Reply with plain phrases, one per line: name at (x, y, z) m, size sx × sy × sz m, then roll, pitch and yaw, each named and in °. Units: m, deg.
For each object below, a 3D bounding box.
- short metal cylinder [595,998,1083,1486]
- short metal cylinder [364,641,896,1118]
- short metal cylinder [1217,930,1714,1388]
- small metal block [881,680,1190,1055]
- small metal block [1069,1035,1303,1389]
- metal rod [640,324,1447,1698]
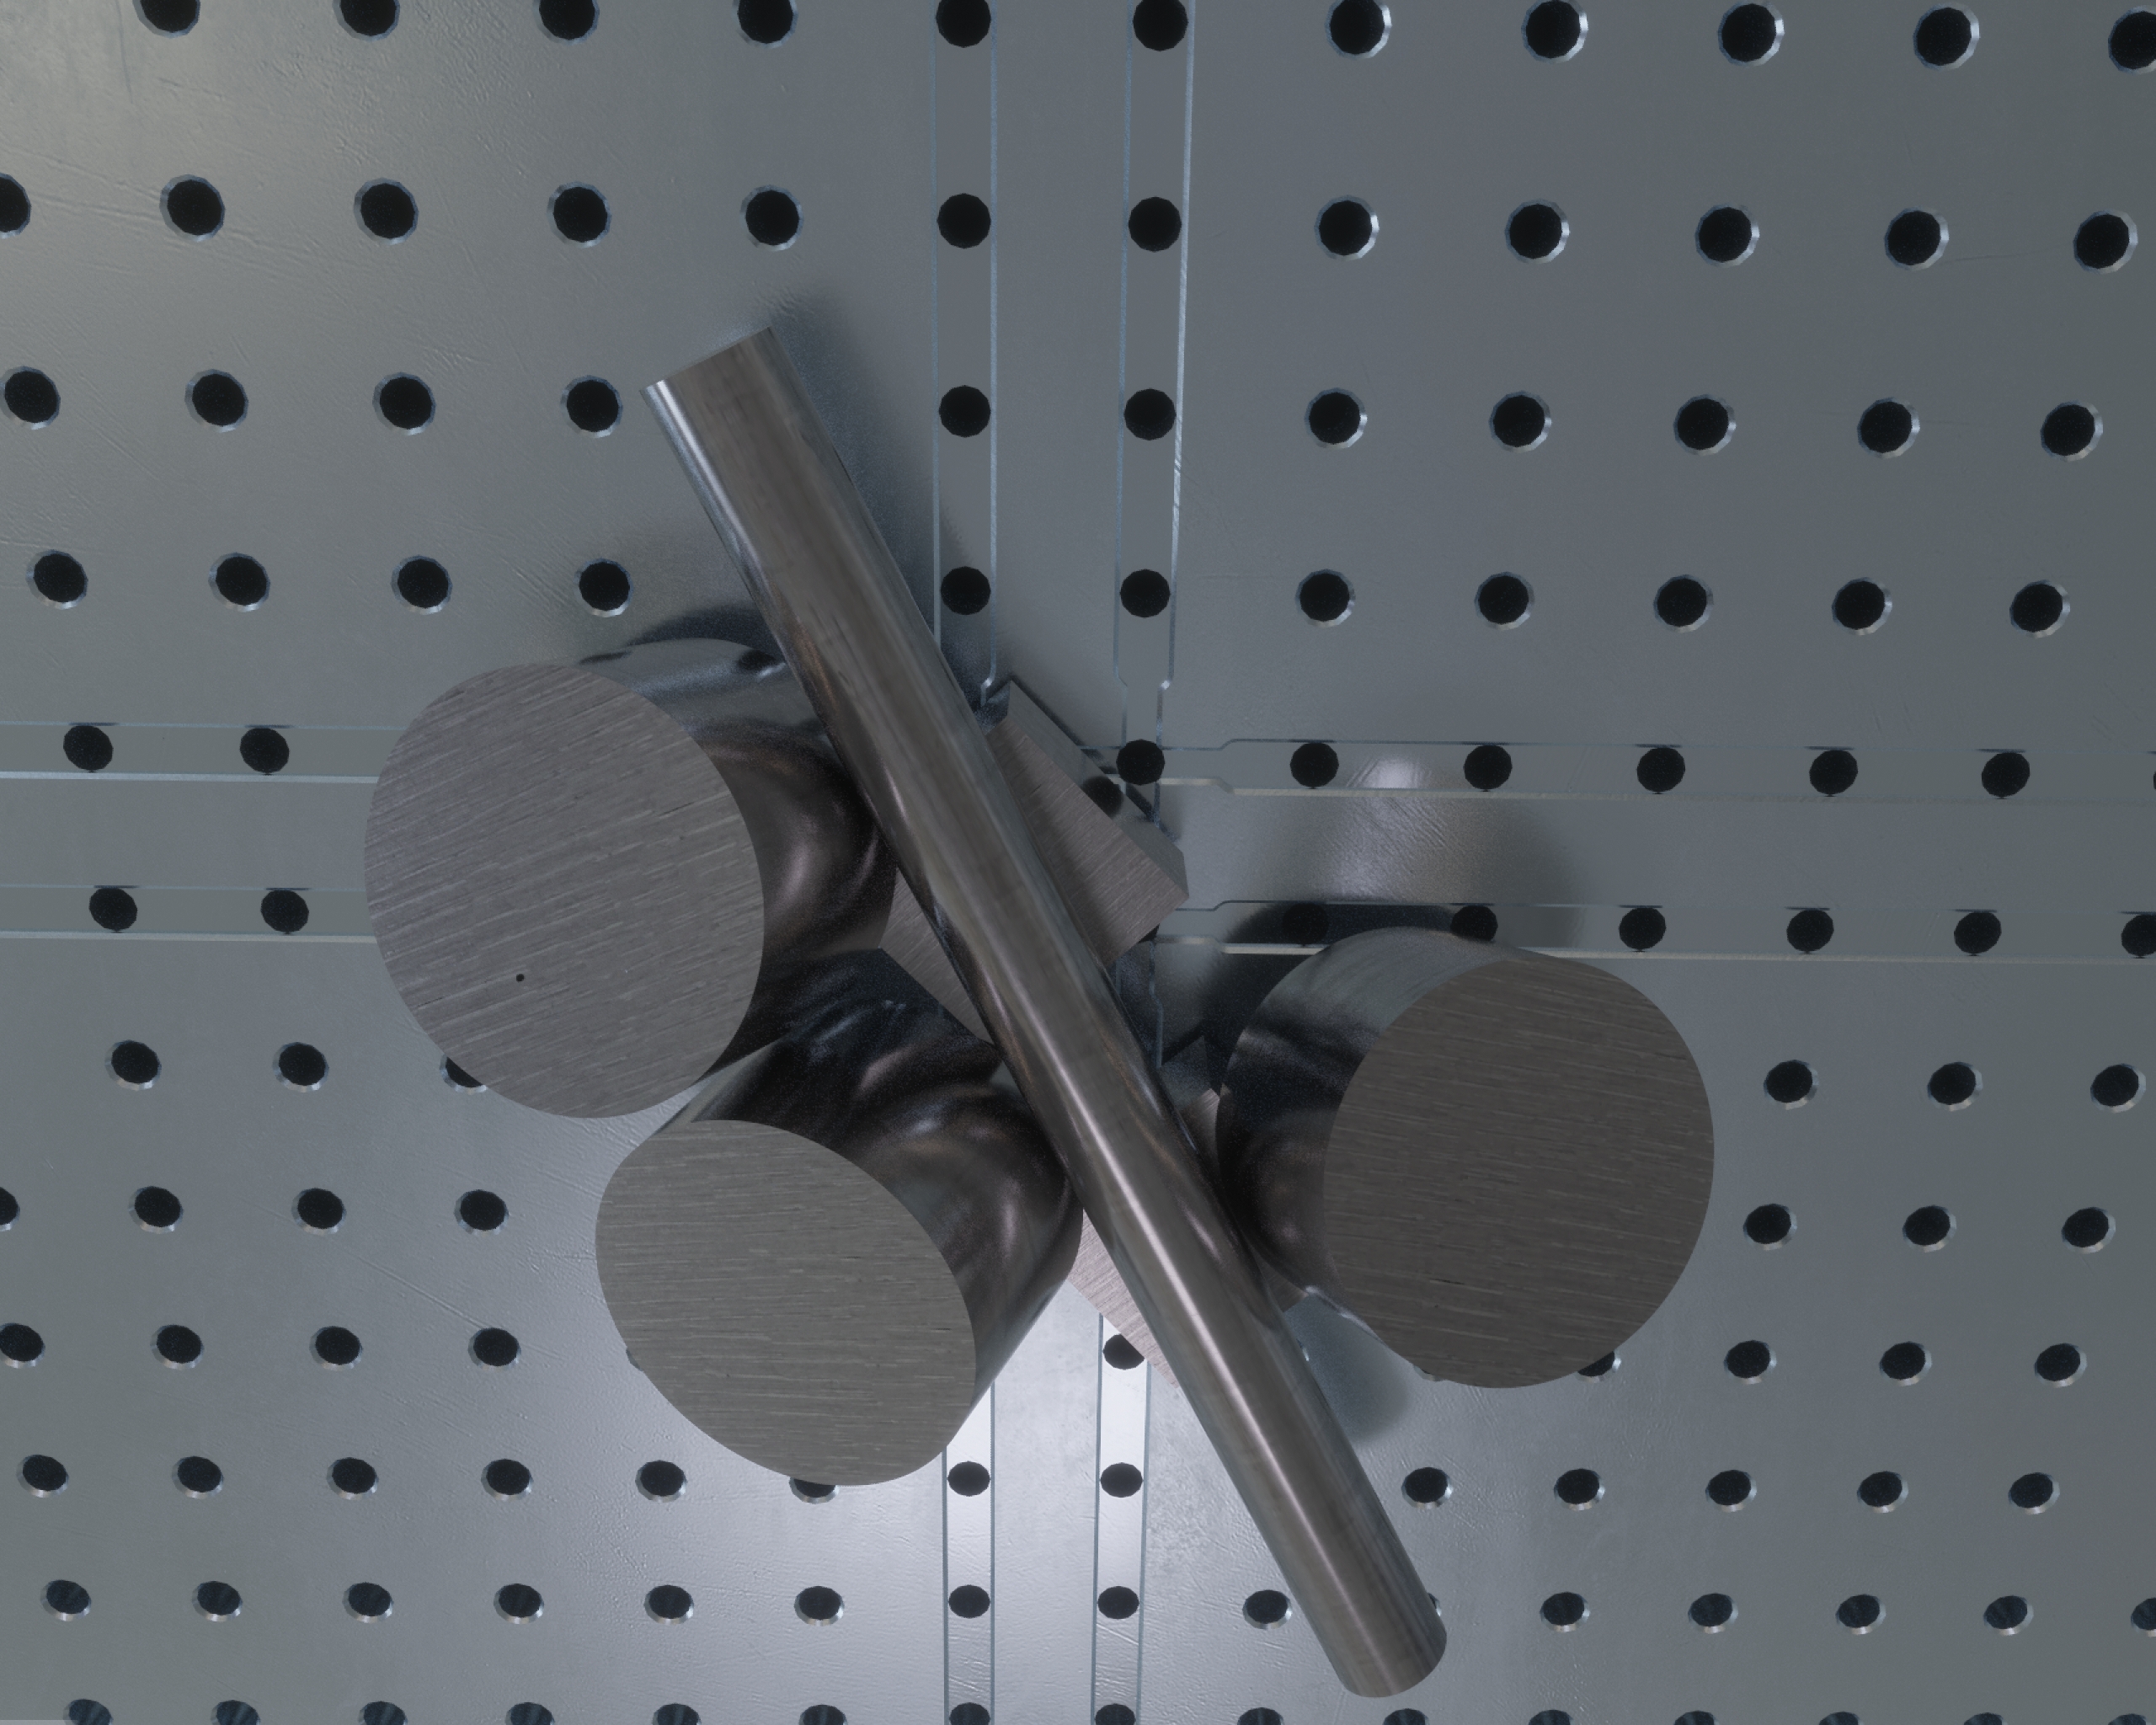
short metal cylinder at (-0.046, 0.073, 0.408) m, size 0.080 × 0.050 × 0.079 m, roll 9°, pitch 116°, yaw 20°
short metal cylinder at (-0.081, 0.001, 0.381) m, size 0.080 × 0.050 × 0.079 m, roll 4°, pitch 102°, yaw 20°
short metal cylinder at (0.074, 0.055, 0.403) m, size 0.081 × 0.050 × 0.079 m, roll -2°, pitch 95°, yaw -18°
small metal block at (-0.014, 0.001, 0.410) m, size 0.050 × 0.025 × 0.050 m, roll -41°, pitch 105°, yaw 13°
small metal block at (0.023, 0.073, 0.437) m, size 0.050 × 0.025 × 0.050 m, roll -38°, pitch 106°, yaw 13°
metal rod at (0.002, 0.041, 0.397) m, size 0.025 × 0.025 × 0.299 m, roll -24°, pitch 108°, yaw 8°
